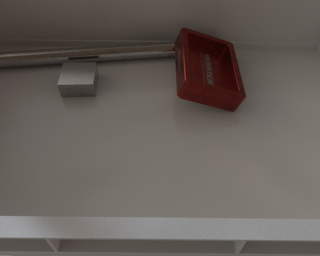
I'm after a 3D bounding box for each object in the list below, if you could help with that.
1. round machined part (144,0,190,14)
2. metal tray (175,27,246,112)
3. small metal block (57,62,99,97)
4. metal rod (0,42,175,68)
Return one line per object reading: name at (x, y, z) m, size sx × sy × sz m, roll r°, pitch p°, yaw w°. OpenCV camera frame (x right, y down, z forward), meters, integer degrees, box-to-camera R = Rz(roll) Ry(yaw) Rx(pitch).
round machined part at (0.014, -0.264, 0.619) m, size 0.099 × 0.042 × 0.098 m, roll 0°, pitch 50°, yaw 0°
metal tray at (0.071, -0.089, 0.459) m, size 0.091 × 0.030 × 0.130 m, roll 13°, pitch 48°, yaw -15°
small metal block at (-0.121, -0.073, 0.465) m, size 0.050 × 0.025 × 0.050 m, roll -1°, pitch 50°, yaw -2°
metal rod at (-0.111, -0.120, 0.504) m, size 0.302 × 0.025 × 0.025 m, roll -5°, pitch 50°, yaw -5°
